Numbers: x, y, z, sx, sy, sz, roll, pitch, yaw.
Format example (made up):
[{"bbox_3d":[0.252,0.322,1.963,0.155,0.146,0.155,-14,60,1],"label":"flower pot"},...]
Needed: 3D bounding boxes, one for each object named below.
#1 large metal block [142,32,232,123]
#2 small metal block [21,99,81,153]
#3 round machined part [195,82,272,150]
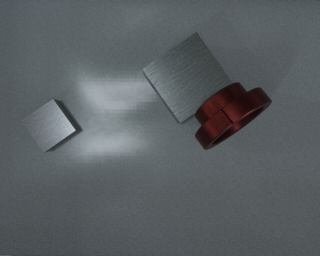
[{"bbox_3d":[0.034,-0.061,0.399,0.080,0.050,0.080,-35,90,0],"label":"large metal block"},{"bbox_3d":[-0.143,-0.003,0.410,0.050,0.025,0.050,-35,90,0],"label":"small metal block"},{"bbox_3d":[0.082,-0.018,0.378,0.098,0.098,0.042,-35,76,0],"label":"round machined part"}]
